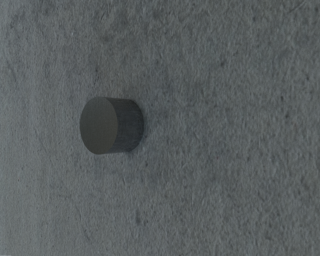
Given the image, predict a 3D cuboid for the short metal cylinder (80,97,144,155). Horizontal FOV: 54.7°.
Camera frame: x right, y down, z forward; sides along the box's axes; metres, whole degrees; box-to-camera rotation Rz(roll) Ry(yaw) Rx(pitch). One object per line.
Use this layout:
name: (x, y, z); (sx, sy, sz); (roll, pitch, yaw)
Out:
short metal cylinder: (-0.069, -0.003, 0.444); (0.080, 0.050, 0.079); (0, 90, 39)
